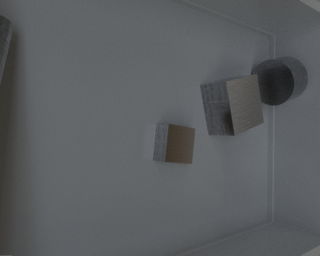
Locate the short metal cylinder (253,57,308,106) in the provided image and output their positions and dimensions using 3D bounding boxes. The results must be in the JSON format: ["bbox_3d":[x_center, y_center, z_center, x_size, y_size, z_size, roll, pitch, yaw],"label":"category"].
[{"bbox_3d":[0.212,-0.084,0.552,0.050,0.080,0.079,-20,103,-39],"label":"short metal cylinder"}]

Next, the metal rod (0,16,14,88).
[{"bbox_3d":[-0.141,0.037,0.216,0.025,0.025,0.299,21,54,-38],"label":"metal rod"}]

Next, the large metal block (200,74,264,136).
[{"bbox_3d":[0.115,-0.037,0.490,0.081,0.050,0.079,-18,102,-39],"label":"large metal block"}]

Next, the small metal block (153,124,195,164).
[{"bbox_3d":[0.020,0.022,0.426,0.050,0.025,0.050,10,84,-40],"label":"small metal block"}]
